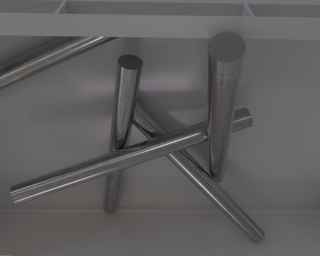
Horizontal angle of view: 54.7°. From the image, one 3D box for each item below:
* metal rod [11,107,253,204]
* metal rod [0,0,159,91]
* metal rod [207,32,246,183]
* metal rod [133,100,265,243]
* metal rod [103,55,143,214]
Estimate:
[{"bbox_3d":[-0.034,0.034,0.382,0.302,0.025,0.025,-19,129,0],"label":"metal rod"},{"bbox_3d":[-0.143,-0.071,0.346,0.301,0.025,0.025,-19,128,15],"label":"metal rod"},{"bbox_3d":[0.065,0.009,0.340,0.025,0.025,0.299,-7,154,6],"label":"metal rod"},{"bbox_3d":[0.057,0.070,0.437,0.025,0.025,0.300,-34,113,25],"label":"metal rod"},{"bbox_3d":[-0.056,0.034,0.414,0.025,0.025,0.298,8,137,-7],"label":"metal rod"}]
